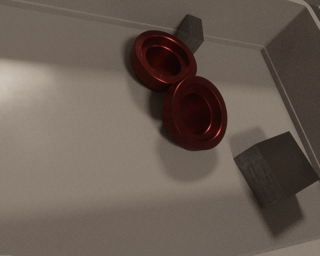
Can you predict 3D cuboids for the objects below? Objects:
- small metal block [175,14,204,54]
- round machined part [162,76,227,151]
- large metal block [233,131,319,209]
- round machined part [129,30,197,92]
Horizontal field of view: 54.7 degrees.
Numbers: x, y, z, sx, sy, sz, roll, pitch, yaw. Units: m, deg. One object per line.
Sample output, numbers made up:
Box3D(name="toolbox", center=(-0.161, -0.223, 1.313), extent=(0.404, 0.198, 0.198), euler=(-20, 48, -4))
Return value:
Box3D(name="small metal block", center=(0.046, -0.147, 0.506), extent=(0.025, 0.050, 0.050), euler=(13, 56, -22))
Box3D(name="round machined part", center=(0.042, -0.017, 0.416), extent=(0.099, 0.042, 0.097), euler=(8, 77, -36))
Box3D(name="large metal block", center=(0.167, 0.059, 0.447), extent=(0.081, 0.050, 0.080), euler=(-15, 70, -34))
Box3D(name="round machined part", center=(0.001, -0.092, 0.453), extent=(0.099, 0.042, 0.098), euler=(14, 56, -21))
